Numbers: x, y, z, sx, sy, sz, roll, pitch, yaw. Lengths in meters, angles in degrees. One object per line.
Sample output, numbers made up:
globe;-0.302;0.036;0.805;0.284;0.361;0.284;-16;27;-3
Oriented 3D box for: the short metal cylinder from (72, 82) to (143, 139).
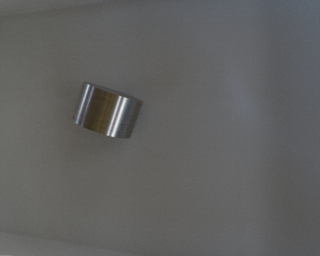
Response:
short metal cylinder;-0.068;-0.024;0.404;0.080;0.080;0.050;22;97;18
